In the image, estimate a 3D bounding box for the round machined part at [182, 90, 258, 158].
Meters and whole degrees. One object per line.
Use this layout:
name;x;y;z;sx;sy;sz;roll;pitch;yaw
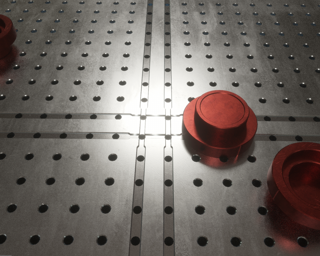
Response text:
round machined part;0.079;-0.012;0.408;0.099;0.042;0.098;0;50;0

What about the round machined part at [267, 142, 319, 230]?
round machined part;0.168;0.066;0.343;0.099;0.042;0.098;0;50;0

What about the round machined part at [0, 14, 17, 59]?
round machined part;-0.290;-0.147;0.516;0.099;0.042;0.098;0;50;0
